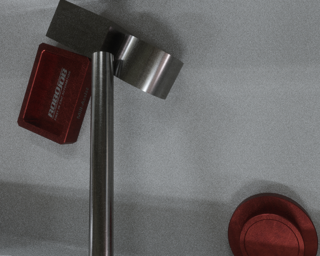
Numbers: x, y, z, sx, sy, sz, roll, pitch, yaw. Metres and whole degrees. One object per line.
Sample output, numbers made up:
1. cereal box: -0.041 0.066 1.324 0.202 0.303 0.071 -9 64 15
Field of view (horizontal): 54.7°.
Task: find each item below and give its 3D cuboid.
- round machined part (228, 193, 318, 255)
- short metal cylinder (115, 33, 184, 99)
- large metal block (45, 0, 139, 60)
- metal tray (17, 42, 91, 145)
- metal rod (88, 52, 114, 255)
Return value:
1. round machined part: 0.128 0.127 0.356 0.098 0.042 0.097 0 90 19
2. short metal cylinder: -0.018 -0.076 0.387 0.080 0.080 0.050 30 100 17
3. large metal block: -0.086 -0.120 0.410 0.080 0.080 0.050 28 99 17
4. metal tray: -0.151 -0.051 0.459 0.090 0.030 0.129 21 97 18
5. metal rod: -0.062 0.063 0.327 0.025 0.025 0.298 -6 78 19
